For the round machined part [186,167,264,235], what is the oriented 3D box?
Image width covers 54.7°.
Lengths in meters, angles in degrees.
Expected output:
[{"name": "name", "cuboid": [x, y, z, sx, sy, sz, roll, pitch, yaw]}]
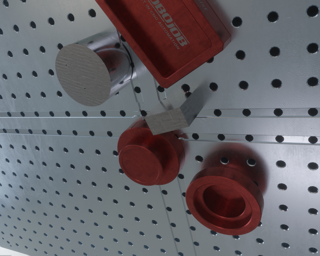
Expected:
[{"name": "round machined part", "cuboid": [0.087, 0.091, 0.411, 0.098, 0.042, 0.097, 13, 124, 21]}]

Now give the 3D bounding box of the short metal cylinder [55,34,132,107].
[{"name": "short metal cylinder", "cuboid": [-0.083, -0.074, 0.393, 0.080, 0.050, 0.079, 13, 124, 21]}]

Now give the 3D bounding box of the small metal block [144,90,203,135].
[{"name": "small metal block", "cuboid": [0.017, -0.019, 0.374, 0.050, 0.050, 0.025, -14, 111, 34]}]

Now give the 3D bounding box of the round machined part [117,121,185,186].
[{"name": "round machined part", "cuboid": [-0.019, 0.042, 0.436, 0.098, 0.042, 0.097, 13, 124, 21]}]

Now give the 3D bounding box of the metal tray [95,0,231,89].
[{"name": "metal tray", "cuboid": [0.002, -0.118, 0.333, 0.090, 0.030, 0.130, -31, 102, 38]}]
